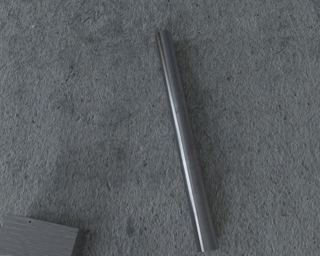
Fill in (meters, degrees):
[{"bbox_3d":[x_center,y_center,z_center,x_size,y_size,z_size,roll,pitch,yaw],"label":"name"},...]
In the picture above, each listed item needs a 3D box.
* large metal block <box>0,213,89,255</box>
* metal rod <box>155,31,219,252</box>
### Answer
[{"bbox_3d":[-0.134,0.144,0.341,0.080,0.050,0.080,11,70,4],"label":"large metal block"},{"bbox_3d":[0.030,0.002,0.407,0.025,0.025,0.299,-9,70,-3],"label":"metal rod"}]
